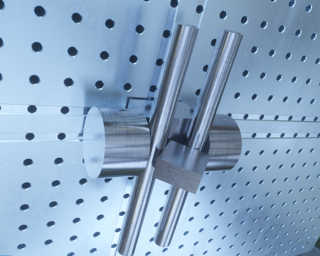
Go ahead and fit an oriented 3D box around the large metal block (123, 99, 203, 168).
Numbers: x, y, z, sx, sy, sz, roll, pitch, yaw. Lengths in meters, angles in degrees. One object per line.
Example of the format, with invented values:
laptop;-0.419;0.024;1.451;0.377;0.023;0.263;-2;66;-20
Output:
large metal block;-0.001;0.012;0.397;0.081;0.050;0.079;1;118;-29

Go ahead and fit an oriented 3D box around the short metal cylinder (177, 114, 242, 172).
short metal cylinder;0.063;0.020;0.418;0.050;0.080;0.079;1;118;-28

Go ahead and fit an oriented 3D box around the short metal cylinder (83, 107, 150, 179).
short metal cylinder;-0.052;0.017;0.353;0.050;0.080;0.079;1;118;-29

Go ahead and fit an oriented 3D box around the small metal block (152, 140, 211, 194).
small metal block;0.025;0.042;0.349;0.050;0.050;0.025;20;115;11

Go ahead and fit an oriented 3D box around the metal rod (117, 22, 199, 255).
metal rod;-0.010;0.032;0.357;0.025;0.025;0.298;1;118;-29

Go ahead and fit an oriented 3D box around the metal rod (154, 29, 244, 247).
metal rod;0.039;0.031;0.383;0.025;0.025;0.298;1;118;-29
